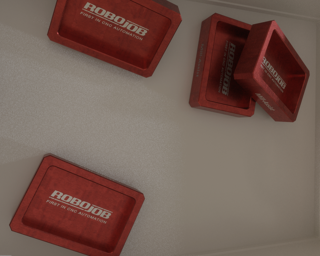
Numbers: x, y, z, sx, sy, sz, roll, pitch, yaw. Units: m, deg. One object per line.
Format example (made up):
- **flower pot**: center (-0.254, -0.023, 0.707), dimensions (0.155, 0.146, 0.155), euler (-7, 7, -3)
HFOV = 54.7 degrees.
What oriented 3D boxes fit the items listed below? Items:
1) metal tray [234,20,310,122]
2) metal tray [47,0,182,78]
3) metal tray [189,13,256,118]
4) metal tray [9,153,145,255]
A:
- **metal tray**: center (0.163, -0.076, 0.440), dimensions (0.130, 0.030, 0.090), euler (34, 72, -37)
- **metal tray**: center (-0.052, -0.122, 0.360), dimensions (0.131, 0.030, 0.089), euler (19, 126, -19)
- **metal tray**: center (0.097, -0.086, 0.443), dimensions (0.091, 0.030, 0.129), euler (10, 87, -20)
- **metal tray**: center (-0.095, 0.096, 0.372), dimensions (0.131, 0.030, 0.090), euler (27, 81, -18)
